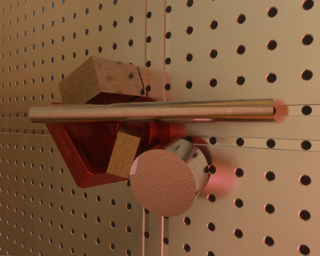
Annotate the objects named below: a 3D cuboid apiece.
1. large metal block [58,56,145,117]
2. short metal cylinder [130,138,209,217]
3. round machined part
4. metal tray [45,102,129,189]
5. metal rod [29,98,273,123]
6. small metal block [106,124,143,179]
[{"bbox_3d":[-0.082,-0.053,0.436,0.080,0.081,0.050,-27,74,36],"label":"large metal block"},{"bbox_3d":[0.012,0.057,0.366,0.080,0.050,0.079,6,105,23],"label":"short metal cylinder"},{"bbox_3d":[-0.024,0.006,0.420,0.098,0.042,0.097,0,90,39],"label":"round machined part"},{"bbox_3d":[-0.100,0.020,0.446,0.030,0.091,0.130,-51,61,28],"label":"metal tray"},{"bbox_3d":[-0.026,-0.018,0.367,0.301,0.025,0.025,0,90,20],"label":"metal rod"},{"bbox_3d":[-0.041,0.025,0.368,0.025,0.050,0.050,17,102,-5],"label":"small metal block"}]
